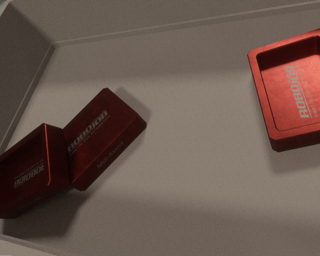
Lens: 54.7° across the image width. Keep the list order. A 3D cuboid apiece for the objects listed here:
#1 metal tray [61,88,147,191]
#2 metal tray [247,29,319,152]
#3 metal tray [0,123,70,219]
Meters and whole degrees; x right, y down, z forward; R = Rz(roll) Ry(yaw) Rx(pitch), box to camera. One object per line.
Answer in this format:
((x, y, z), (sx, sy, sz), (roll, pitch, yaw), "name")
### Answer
((-0.093, 0.013, 0.442), (0.130, 0.030, 0.090), (-46, 52, -5), "metal tray")
((0.157, -0.044, 0.347), (0.090, 0.030, 0.130), (-15, 56, 19), "metal tray")
((-0.183, 0.062, 0.430), (0.130, 0.030, 0.090), (-31, 59, 26), "metal tray")
